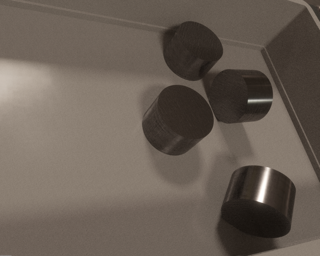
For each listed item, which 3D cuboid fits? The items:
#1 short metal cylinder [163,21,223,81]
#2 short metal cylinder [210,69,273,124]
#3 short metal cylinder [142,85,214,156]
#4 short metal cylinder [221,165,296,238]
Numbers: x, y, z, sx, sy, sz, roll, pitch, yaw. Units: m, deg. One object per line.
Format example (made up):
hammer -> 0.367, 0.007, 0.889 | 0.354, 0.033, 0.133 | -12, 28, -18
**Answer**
short metal cylinder -> 0.053, -0.122, 0.495 | 0.081, 0.050, 0.080 | 14, 56, -21
short metal cylinder -> 0.121, -0.048, 0.467 | 0.050, 0.080, 0.080 | -5, 64, -31
short metal cylinder -> 0.023, -0.010, 0.410 | 0.081, 0.050, 0.080 | 14, 56, -21
short metal cylinder -> 0.122, 0.091, 0.382 | 0.080, 0.080, 0.050 | 34, 51, -6
